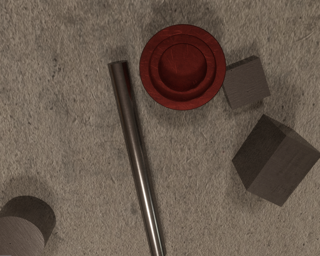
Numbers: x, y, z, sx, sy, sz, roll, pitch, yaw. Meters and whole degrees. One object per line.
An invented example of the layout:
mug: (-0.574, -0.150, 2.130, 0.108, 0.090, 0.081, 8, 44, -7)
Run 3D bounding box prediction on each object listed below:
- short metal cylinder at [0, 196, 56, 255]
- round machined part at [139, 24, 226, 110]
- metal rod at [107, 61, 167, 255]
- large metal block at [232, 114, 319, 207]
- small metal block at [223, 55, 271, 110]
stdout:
short metal cylinder: (-0.199, 0.146, 0.447, 0.081, 0.050, 0.079, 0, 110, -1)
round machined part: (0.027, -0.073, 0.371, 0.099, 0.042, 0.097, 2, 108, 5)
metal rod: (-0.027, 0.057, 0.430, 0.025, 0.025, 0.298, -9, 110, 3)
large metal block: (0.143, 0.038, 0.397, 0.050, 0.080, 0.080, 26, 108, -10)
small metal block: (0.105, -0.057, 0.390, 0.050, 0.025, 0.050, -22, 109, 7)
